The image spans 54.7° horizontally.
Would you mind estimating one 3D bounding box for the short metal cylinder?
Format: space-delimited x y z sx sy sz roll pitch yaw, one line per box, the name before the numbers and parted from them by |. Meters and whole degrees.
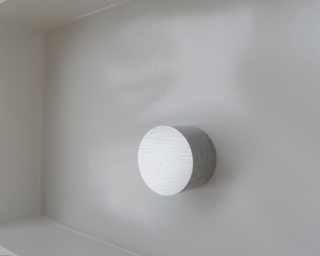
short metal cylinder | 0.020 0.037 0.372 0.080 0.050 0.079 0 90 39
